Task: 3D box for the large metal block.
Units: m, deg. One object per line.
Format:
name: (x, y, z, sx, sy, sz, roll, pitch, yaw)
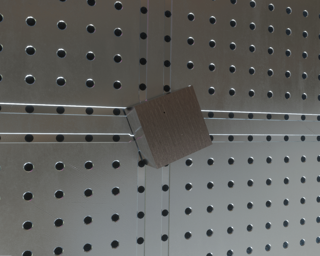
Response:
large metal block: (0.010, -0.002, 0.401, 0.081, 0.050, 0.080, -22, 98, -19)
